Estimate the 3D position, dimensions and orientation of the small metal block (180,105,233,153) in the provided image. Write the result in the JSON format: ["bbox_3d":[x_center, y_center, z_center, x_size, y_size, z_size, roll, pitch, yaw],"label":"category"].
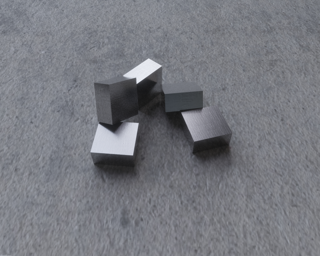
[{"bbox_3d":[0.059,0.001,0.403,0.050,0.025,0.050,-12,51,-11],"label":"small metal block"}]

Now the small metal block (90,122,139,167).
[{"bbox_3d":[-0.054,0.019,0.387,0.050,0.025,0.050,4,50,3],"label":"small metal block"}]

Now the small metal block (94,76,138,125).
[{"bbox_3d":[-0.055,-0.037,0.395,0.025,0.050,0.050,12,24,33],"label":"small metal block"}]

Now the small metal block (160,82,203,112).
[{"bbox_3d":[0.029,-0.044,0.427,0.050,0.025,0.050,-5,23,-5],"label":"small metal block"}]

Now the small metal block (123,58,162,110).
[{"bbox_3d":[-0.023,-0.062,0.439,0.025,0.050,0.050,34,58,25],"label":"small metal block"}]
